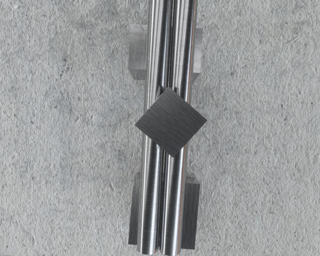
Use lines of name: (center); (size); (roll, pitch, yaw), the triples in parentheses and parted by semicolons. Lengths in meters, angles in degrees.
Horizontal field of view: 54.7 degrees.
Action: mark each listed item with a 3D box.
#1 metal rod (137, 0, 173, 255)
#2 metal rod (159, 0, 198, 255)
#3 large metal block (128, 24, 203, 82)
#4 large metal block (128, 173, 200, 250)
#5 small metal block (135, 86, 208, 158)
metal rod: (-0.006, -0.008, 0.338); (0.025, 0.025, 0.298); (3, 97, 0)
metal rod: (0.020, -0.007, 0.338); (0.025, 0.025, 0.298); (3, 97, 0)
large metal block: (0.006, -0.089, 0.384); (0.080, 0.080, 0.050); (3, 90, 0)
large metal block: (0.005, 0.104, 0.398); (0.080, 0.050, 0.080); (5, 90, 0)
small metal block: (0.011, -0.007, 0.314); (0.050, 0.025, 0.050); (41, 95, -6)
